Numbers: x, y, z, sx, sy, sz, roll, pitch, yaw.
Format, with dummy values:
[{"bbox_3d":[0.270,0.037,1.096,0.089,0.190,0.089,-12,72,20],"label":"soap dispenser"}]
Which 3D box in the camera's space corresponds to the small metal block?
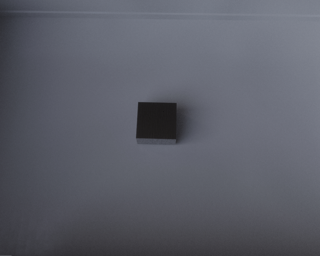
[{"bbox_3d":[-0.004,-0.006,0.408,0.050,0.025,0.050,2,70,1],"label":"small metal block"}]
